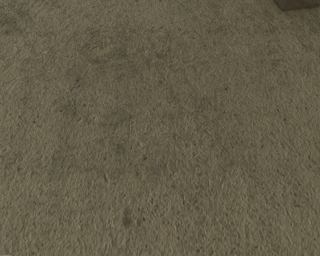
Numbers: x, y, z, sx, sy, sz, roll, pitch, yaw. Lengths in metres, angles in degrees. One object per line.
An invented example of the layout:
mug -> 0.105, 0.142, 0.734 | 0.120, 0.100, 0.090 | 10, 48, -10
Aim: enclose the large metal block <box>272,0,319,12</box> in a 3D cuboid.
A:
large metal block -> 0.274, -0.284, 0.627 | 0.081, 0.050, 0.080 | -10, 51, -8
